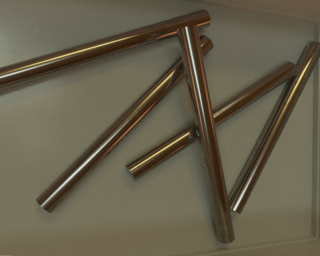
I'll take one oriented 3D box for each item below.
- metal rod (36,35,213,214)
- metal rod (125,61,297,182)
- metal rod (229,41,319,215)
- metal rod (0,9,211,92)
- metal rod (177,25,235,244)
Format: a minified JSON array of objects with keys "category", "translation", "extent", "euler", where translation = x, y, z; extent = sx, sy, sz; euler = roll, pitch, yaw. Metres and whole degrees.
[{"category":"metal rod","translation":[-0.035,-0.015,0.398],"extent":[0.301,0.025,0.025],"euler":[-47,105,-14]},{"category":"metal rod","translation":[0.084,-0.018,0.442],"extent":[0.302,0.025,0.025],"euler":[-32,101,-18]},{"category":"metal rod","translation":[0.181,-0.007,0.479],"extent":[0.025,0.025,0.300],"euler":[34,79,-17]},{"category":"metal rod","translation":[-0.068,-0.099,0.385],"extent":[0.302,0.025,0.025],"euler":[-23,98,-19]},{"category":"metal rod","translation":[0.064,0.019,0.410],"extent":[0.025,0.025,0.298],"euler":[-18,106,-19]}]
